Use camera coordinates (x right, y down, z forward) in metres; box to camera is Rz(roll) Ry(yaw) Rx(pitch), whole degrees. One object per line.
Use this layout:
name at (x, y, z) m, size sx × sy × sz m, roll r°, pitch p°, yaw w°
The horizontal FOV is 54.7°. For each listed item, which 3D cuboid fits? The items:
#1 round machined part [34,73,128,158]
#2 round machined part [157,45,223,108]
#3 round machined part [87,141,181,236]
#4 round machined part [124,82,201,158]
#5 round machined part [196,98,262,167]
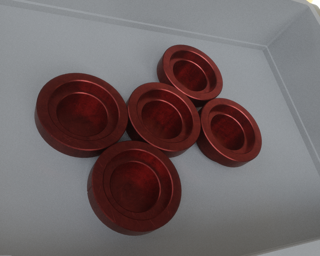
round machined part at (-0.089, -0.011, 0.350) m, size 0.099 × 0.042 × 0.098 m, roll 14°, pitch 56°, yaw -21°
round machined part at (0.040, -0.071, 0.456) m, size 0.099 × 0.042 × 0.098 m, roll 14°, pitch 56°, yaw -21°
round machined part at (-0.030, 0.066, 0.334) m, size 0.099 × 0.042 × 0.098 m, roll 14°, pitch 56°, yaw -21°
round machined part at (-0.001, -0.006, 0.394) m, size 0.099 × 0.042 × 0.098 m, roll 14°, pitch 56°, yaw -21°
round machined part at (0.089, 0.010, 0.433) m, size 0.099 × 0.042 × 0.098 m, roll 14°, pitch 56°, yaw -21°
